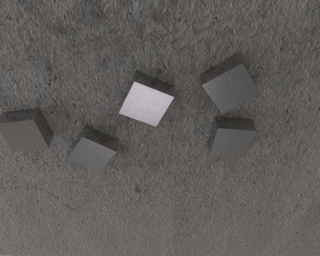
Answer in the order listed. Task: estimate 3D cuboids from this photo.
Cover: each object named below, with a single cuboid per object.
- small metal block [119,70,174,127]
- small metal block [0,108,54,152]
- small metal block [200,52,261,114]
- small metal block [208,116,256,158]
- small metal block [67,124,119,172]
[{"bbox_3d":[-0.017,-0.035,0.377,0.050,0.025,0.050,20,127,-17],"label":"small metal block"},{"bbox_3d":[-0.177,0.003,0.408,0.050,0.025,0.050,-6,130,5],"label":"small metal block"},{"bbox_3d":[0.082,-0.051,0.364,0.050,0.025,0.050,-28,125,21],"label":"small metal block"},{"bbox_3d":[0.096,0.013,0.419,0.050,0.025,0.050,4,130,-4],"label":"small metal block"},{"bbox_3d":[-0.093,0.030,0.431,0.050,0.025,0.050,27,125,-22],"label":"small metal block"}]
